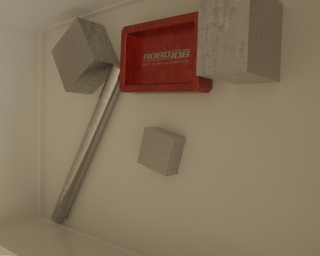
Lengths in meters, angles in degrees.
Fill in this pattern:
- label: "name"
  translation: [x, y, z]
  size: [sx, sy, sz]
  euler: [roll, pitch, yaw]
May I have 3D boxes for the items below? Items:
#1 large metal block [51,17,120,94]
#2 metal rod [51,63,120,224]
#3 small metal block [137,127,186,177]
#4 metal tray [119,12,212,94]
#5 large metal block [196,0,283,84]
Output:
- label: "large metal block"
  translation: [-0.117, -0.110, 0.485]
  size: [0.080, 0.050, 0.080]
  euler: [-37, 68, 33]
- label: "metal rod"
  translation: [-0.120, 0.036, 0.502]
  size: [0.025, 0.025, 0.298]
  euler: [40, 114, 32]
- label: "small metal block"
  translation: [0.001, 0.029, 0.404]
  size: [0.050, 0.025, 0.050]
  euler: [21, 103, 37]
- label: "metal tray"
  translation: [0.005, -0.090, 0.397]
  size: [0.130, 0.030, 0.089]
  euler: [5, 93, 39]
- label: "large metal block"
  translation: [0.080, -0.088, 0.304]
  size: [0.050, 0.081, 0.079]
  euler: [3, 92, 40]
